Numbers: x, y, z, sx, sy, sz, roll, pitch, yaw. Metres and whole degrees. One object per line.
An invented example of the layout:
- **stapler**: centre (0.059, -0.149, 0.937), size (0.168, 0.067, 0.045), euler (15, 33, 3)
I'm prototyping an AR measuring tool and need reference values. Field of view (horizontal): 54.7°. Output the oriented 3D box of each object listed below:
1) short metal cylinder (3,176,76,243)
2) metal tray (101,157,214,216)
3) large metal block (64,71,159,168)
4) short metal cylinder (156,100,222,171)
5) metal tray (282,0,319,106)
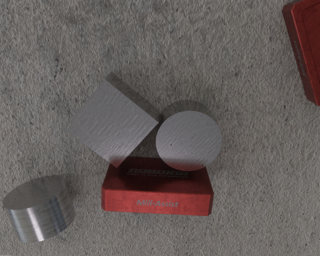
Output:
- **short metal cylinder**: centre (-0.161, 0.107, 0.418), size (0.080, 0.080, 0.050), euler (-9, 110, 3)
- **metal tray**: centre (-0.003, 0.072, 0.401), size (0.131, 0.090, 0.030), euler (3, 110, -2)
- **large metal block**: centre (-0.058, -0.011, 0.392), size (0.080, 0.050, 0.080), euler (39, 105, -13)
- **short metal cylinder**: centre (0.035, 0.008, 0.400), size (0.081, 0.050, 0.079), euler (0, 110, 0)
- **metal tray**: centre (0.212, -0.101, 0.371), size (0.090, 0.030, 0.129), euler (-23, 109, 8)
